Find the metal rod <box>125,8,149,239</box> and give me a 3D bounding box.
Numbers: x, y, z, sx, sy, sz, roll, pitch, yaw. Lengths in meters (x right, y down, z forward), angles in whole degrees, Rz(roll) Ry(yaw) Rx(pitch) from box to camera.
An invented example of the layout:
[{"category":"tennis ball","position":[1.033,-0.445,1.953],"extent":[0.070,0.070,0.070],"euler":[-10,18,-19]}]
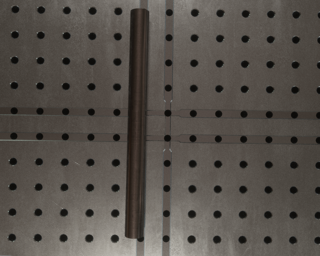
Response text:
[{"category":"metal rod","position":[-0.031,-0.006,0.412],"extent":[0.025,0.025,0.298],"euler":[1,90,-1]}]
